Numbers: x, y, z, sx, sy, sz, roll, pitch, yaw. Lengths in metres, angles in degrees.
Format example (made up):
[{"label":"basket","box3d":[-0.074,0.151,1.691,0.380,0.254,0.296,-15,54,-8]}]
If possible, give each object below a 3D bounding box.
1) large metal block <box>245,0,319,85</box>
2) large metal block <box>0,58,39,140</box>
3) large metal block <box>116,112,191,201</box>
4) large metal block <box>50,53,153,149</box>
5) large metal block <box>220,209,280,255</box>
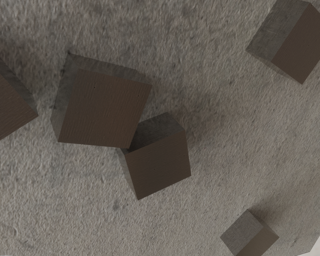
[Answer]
[{"label":"large metal block","box3d":[0.177,-0.116,0.418,0.080,0.050,0.080,20,108,-36]},{"label":"large metal block","box3d":[-0.173,-0.028,0.279,0.080,0.050,0.080,-34,129,-6]},{"label":"large metal block","box3d":[-0.010,0.036,0.410,0.081,0.050,0.080,-22,127,-16]},{"label":"large metal block","box3d":[-0.066,-0.027,0.339,0.081,0.050,0.079,8,114,-32]},{"label":"large metal block","box3d":[0.184,0.223,0.633,0.080,0.050,0.080,-48,129,5]}]
